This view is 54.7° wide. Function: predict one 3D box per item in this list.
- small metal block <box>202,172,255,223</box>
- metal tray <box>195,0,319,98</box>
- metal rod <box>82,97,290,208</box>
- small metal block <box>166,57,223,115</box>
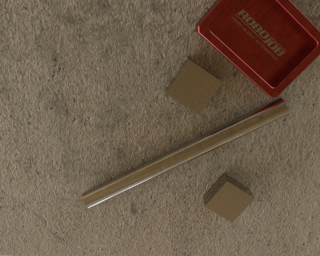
[{"bbox_3d":[0.098,0.101,0.449,0.050,0.025,0.050,33,106,-12],"label":"small metal block"},{"bbox_3d":[0.119,-0.110,0.368,0.130,0.030,0.090,38,105,-13],"label":"metal tray"},{"bbox_3d":[0.028,0.038,0.424,0.301,0.025,0.025,-27,108,9],"label":"metal rod"},{"bbox_3d":[0.042,-0.053,0.391,0.050,0.025,0.050,31,107,-11],"label":"small metal block"}]
